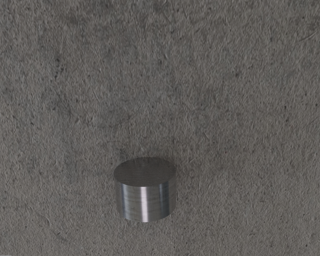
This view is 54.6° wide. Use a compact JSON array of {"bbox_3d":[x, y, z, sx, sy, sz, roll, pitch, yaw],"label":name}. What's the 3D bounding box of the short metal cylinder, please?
[{"bbox_3d":[-0.019,0.078,0.409,0.080,0.080,0.050,-2,110,0],"label":"short metal cylinder"}]
